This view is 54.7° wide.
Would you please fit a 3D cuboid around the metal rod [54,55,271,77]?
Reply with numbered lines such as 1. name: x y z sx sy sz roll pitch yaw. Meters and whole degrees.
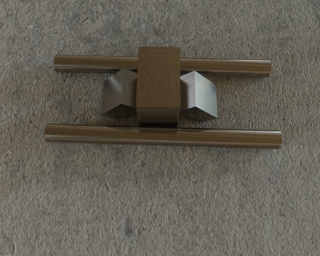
1. metal rod: 0.004 -0.088 0.442 0.302 0.025 0.025 1 70 0

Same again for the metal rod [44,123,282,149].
1. metal rod: 0.004 0.011 0.405 0.302 0.025 0.025 2 70 0

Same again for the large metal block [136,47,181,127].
1. large metal block: -0.002 -0.048 0.400 0.050 0.080 0.080 1 70 0

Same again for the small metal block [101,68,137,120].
1. small metal block: -0.053 -0.044 0.410 0.025 0.050 0.050 16 65 -37

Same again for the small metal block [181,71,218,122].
1. small metal block: 0.051 -0.040 0.410 0.025 0.050 0.050 -17 64 39
